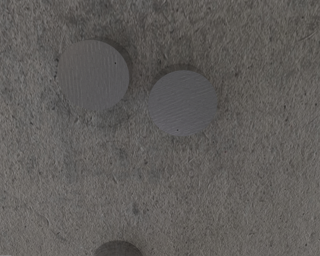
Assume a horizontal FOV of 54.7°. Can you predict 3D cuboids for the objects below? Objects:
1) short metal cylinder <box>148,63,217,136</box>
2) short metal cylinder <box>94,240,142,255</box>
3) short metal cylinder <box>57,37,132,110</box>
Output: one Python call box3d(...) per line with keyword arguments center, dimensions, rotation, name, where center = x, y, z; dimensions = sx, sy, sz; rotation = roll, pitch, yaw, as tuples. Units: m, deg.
box3d(center=(0.026, -0.036, 0.383), dimensions=(0.081, 0.050, 0.079), rotation=(0, 110, 0), name="short metal cylinder")
box3d(center=(-0.067, 0.223, 0.478), dimensions=(0.081, 0.050, 0.079), rotation=(0, 110, 0), name="short metal cylinder")
box3d(center=(-0.075, -0.066, 0.371), dimensions=(0.081, 0.050, 0.079), rotation=(0, 110, 0), name="short metal cylinder")
